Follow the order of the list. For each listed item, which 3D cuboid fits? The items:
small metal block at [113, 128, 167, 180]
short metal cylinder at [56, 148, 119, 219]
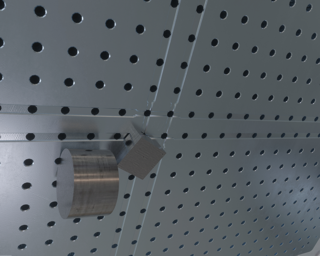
[{"bbox_3d":[-0.029,0.036,0.417,0.050,0.025,0.050,-49,129,6],"label":"small metal block"},{"bbox_3d":[-0.088,0.065,0.368,0.050,0.080,0.079,4,116,-30],"label":"short metal cylinder"}]
